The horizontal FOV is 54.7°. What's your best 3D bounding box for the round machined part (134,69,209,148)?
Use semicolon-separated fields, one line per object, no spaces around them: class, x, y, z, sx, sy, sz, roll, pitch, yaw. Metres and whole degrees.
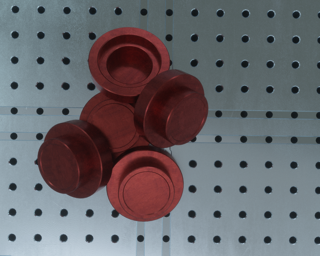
round machined part;0.020;-0.018;0.376;0.042;0.098;0.098;34;90;41

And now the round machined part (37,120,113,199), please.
round machined part;-0.110;0.041;0.380;0.098;0.042;0.097;8;106;28

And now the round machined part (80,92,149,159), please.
round machined part;-0.057;-0.003;0.403;0.099;0.042;0.097;0;90;-1

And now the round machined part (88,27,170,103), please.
round machined part;-0.038;-0.075;0.393;0.099;0.042;0.098;2;69;-5

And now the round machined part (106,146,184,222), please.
round machined part;-0.018;0.075;0.392;0.099;0.042;0.097;-1;102;-6
